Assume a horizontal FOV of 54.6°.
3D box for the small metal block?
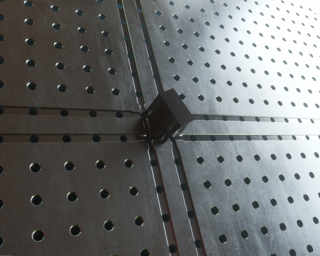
[{"bbox_3d":[0.011,-0.015,0.407,0.025,0.050,0.050,-25,76,-37],"label":"small metal block"}]
